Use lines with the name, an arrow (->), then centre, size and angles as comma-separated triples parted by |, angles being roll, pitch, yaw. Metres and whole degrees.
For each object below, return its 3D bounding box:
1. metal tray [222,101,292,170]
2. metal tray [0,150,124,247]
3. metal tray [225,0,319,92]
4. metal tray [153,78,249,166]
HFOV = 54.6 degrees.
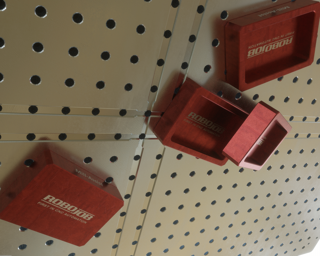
metal tray -> 0.151, 0.017, 0.468 | 0.090, 0.030, 0.131 | -55, 150, 10
metal tray -> -0.122, 0.096, 0.400 | 0.090, 0.030, 0.130 | -46, 129, 4
metal tray -> 0.152, -0.113, 0.420 | 0.131, 0.030, 0.090 | -22, 127, -16
metal tray -> 0.066, -0.003, 0.441 | 0.131, 0.030, 0.090 | 23, 106, -37
